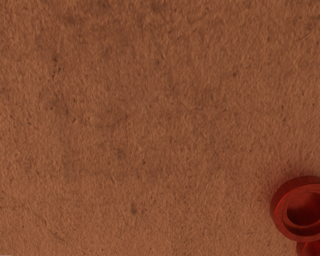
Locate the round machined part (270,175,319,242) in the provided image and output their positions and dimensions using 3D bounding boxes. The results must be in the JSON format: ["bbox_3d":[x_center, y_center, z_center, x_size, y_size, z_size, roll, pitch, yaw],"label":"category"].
[{"bbox_3d":[0.207,0.111,0.445,0.099,0.042,0.097,0,110,-1],"label":"round machined part"}]

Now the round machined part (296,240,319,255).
[{"bbox_3d":[0.268,0.192,0.476,0.099,0.042,0.097,0,110,-1],"label":"round machined part"}]
